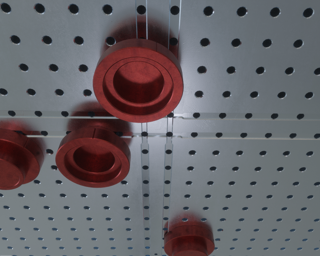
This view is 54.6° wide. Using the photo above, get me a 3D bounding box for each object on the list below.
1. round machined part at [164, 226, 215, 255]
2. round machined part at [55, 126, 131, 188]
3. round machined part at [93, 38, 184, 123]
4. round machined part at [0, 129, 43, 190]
[{"bbox_3d":[0.057,0.234,0.600,0.099,0.042,0.097,0,130,0],"label":"round machined part"},{"bbox_3d":[-0.090,0.036,0.430,0.099,0.042,0.097,0,130,0],"label":"round machined part"},{"bbox_3d":[-0.023,-0.056,0.352,0.099,0.042,0.097,0,130,0],"label":"round machined part"},{"bbox_3d":[-0.223,0.051,0.442,0.099,0.042,0.097,0,130,0],"label":"round machined part"}]
